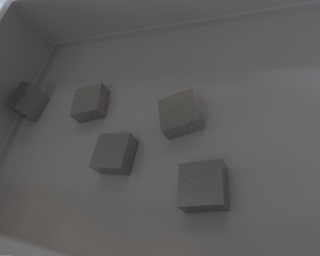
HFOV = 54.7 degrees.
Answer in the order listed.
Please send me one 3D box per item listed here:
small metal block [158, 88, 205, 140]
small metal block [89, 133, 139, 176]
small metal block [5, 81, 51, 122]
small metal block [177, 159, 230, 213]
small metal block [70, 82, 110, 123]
[{"bbox_3d":[0.027,-0.018,0.403,0.050,0.025,0.050,-18,55,17],"label":"small metal block"},{"bbox_3d":[-0.061,0.035,0.417,0.050,0.025,0.050,-1,61,27],"label":"small metal block"},{"bbox_3d":[-0.227,-0.045,0.537,0.025,0.050,0.050,10,67,32],"label":"small metal block"},{"bbox_3d":[0.048,0.064,0.341,0.050,0.025,0.050,-10,57,23],"label":"small metal block"},{"bbox_3d":[-0.110,-0.039,0.488,0.050,0.025,0.050,-11,57,22],"label":"small metal block"}]
